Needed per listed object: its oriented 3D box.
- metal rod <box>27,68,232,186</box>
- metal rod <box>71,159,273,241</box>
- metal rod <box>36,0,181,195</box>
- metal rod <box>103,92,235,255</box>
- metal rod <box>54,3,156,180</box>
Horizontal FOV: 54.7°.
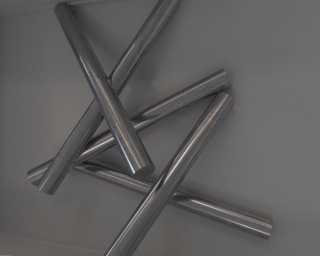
[{"bbox_3d":[-0.048,0.004,0.411,0.300,0.025,0.025,-27,81,11],"label":"metal rod"},{"bbox_3d":[-0.007,0.082,0.412,0.301,0.025,0.025,16,95,19],"label":"metal rod"},{"bbox_3d":[-0.065,-0.046,0.401,0.025,0.025,0.299,33,88,17],"label":"metal rod"},{"bbox_3d":[-0.004,0.080,0.344,0.025,0.025,0.300,32,74,17],"label":"metal rod"},{"bbox_3d":[-0.081,-0.066,0.386,0.025,0.025,0.299,-40,58,15],"label":"metal rod"}]
